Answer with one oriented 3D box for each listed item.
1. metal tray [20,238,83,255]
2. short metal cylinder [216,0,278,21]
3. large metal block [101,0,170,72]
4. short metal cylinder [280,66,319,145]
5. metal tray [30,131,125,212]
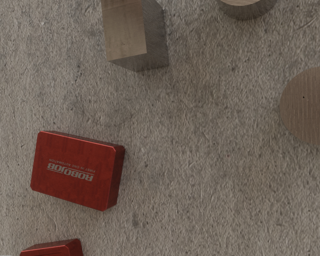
[{"bbox_3d":[-0.151,0.238,0.459,0.090,0.030,0.129,-15,85,19],"label":"metal tray"},{"bbox_3d":[0.100,-0.173,0.360,0.080,0.050,0.079,0,90,20],"label":"short metal cylinder"},{"bbox_3d":[-0.028,-0.120,0.390,0.050,0.080,0.080,-7,88,20],"label":"large metal block"},{"bbox_3d":[0.172,-0.023,0.335,0.080,0.050,0.079,0,90,20],"label":"short metal cylinder"},{"bbox_3d":[-0.121,0.059,0.449,0.130,0.030,0.089,11,94,19],"label":"metal tray"}]
